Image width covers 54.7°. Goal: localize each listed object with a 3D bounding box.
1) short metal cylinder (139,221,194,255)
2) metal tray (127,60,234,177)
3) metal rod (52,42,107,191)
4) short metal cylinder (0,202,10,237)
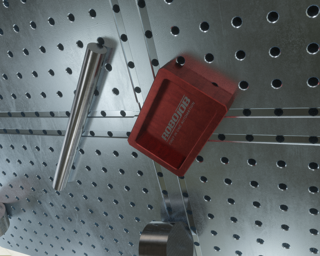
[{"bbox_3d":[0.011,0.188,0.486,0.050,0.080,0.080,-11,113,33],"label":"short metal cylinder"},{"bbox_3d":[0.021,-0.007,0.392,0.090,0.030,0.129,33,129,6],"label":"metal tray"},{"bbox_3d":[-0.133,0.003,0.483,0.025,0.025,0.298,33,129,7],"label":"metal rod"},{"bbox_3d":[-0.398,0.216,0.719,0.080,0.080,0.050,17,125,18],"label":"short metal cylinder"}]
